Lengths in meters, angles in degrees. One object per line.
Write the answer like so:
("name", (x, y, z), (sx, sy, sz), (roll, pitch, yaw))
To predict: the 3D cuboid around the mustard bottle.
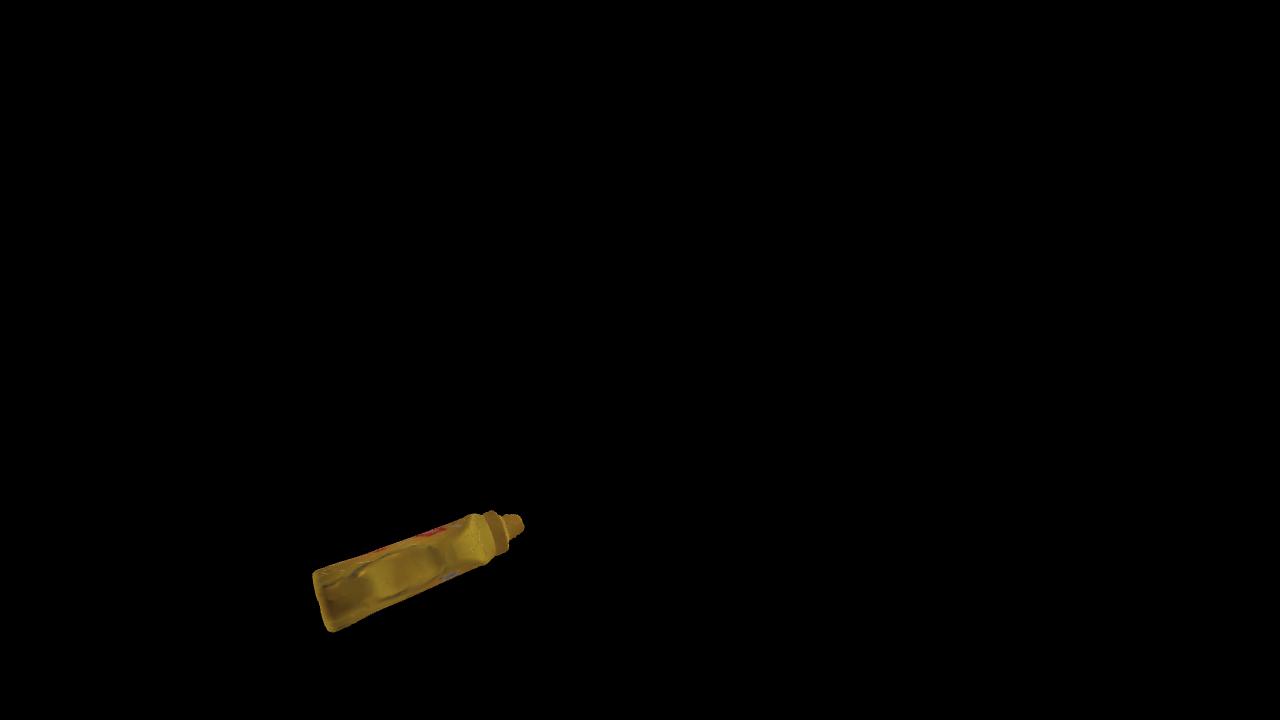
("mustard bottle", (-0.192, 0.182, 0.560), (0.184, 0.054, 0.092), (-16, -14, -30))
